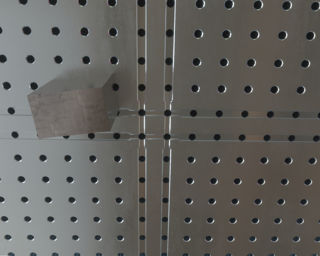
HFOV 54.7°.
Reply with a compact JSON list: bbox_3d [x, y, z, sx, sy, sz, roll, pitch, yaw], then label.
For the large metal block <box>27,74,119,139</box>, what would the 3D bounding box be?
[{"bbox_3d":[-0.098,-0.029,0.372,0.080,0.080,0.050,-6,110,2],"label":"large metal block"}]
